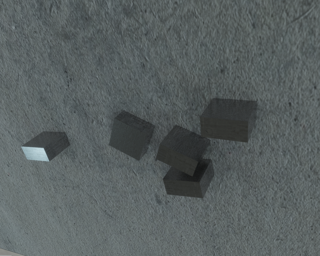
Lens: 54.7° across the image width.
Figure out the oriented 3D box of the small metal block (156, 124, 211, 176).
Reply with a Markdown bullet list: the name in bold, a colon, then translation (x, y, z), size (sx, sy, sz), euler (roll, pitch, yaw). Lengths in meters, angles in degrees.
- **small metal block**: translation (0.030, 0.027, 0.391), size (0.050, 0.050, 0.025), euler (25, 127, 13)

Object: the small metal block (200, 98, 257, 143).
- **small metal block**: translation (0.077, -0.010, 0.344), size (0.050, 0.050, 0.025), euler (7, 121, 25)

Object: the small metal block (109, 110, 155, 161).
- **small metal block**: translation (-0.040, 0.011, 0.435), size (0.050, 0.025, 0.050), euler (26, 128, 11)

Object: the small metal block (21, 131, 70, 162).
- **small metal block**: translation (-0.186, 0.029, 0.507), size (0.050, 0.050, 0.025), euler (1, 119, 27)

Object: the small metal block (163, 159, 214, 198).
- **small metal block**: translation (0.039, 0.065, 0.410), size (0.050, 0.050, 0.025), euler (0, 118, 28)
